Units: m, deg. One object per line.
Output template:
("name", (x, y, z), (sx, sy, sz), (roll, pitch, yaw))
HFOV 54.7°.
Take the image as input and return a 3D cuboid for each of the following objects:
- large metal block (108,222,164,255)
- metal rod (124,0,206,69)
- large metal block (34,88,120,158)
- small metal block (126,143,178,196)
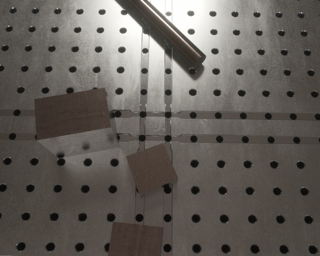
("large metal block", (-0.026, 0.146, 0.329), (0.050, 0.080, 0.080), (6, 70, 2))
("metal rod", (-0.040, -0.203, 0.485), (0.025, 0.025, 0.300), (-39, 75, -13))
("large metal block", (-0.098, -0.003, 0.383), (0.081, 0.080, 0.050), (-10, 71, -4))
("small metal block", (-0.010, 0.053, 0.392), (0.050, 0.025, 0.050), (-20, 71, -8))
